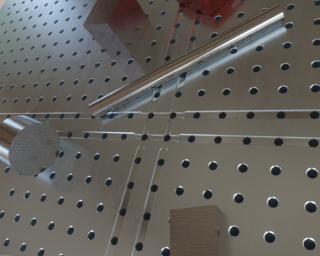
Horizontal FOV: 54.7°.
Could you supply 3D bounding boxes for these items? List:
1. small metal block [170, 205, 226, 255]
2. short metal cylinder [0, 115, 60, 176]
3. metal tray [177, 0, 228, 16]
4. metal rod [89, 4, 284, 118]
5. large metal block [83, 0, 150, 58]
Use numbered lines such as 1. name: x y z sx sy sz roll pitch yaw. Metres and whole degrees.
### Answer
1. small metal block: 0.038 0.110 0.321 0.050 0.025 0.050 -13 56 21
2. short metal cylinder: -0.199 0.025 0.462 0.050 0.080 0.080 18 71 35
3. metal tray: 0.094 -0.252 0.509 0.130 0.030 0.090 -45 51 -4
4. metal rod: 0.030 -0.091 0.448 0.300 0.025 0.025 -26 53 11
5. large metal block: -0.069 -0.174 0.516 0.050 0.080 0.080 8 66 32
